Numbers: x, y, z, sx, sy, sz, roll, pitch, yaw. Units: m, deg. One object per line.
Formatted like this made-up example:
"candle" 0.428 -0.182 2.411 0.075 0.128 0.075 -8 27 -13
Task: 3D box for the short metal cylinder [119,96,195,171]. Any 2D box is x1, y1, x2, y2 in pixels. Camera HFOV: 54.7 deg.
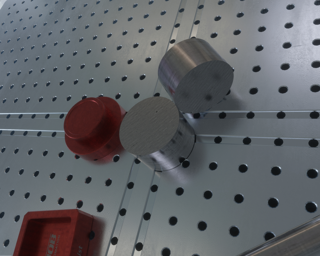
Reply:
"short metal cylinder" -0.003 0.007 0.389 0.080 0.050 0.080 -14 56 22

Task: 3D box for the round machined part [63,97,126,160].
"round machined part" -0.100 -0.006 0.454 0.098 0.042 0.098 -13 56 21

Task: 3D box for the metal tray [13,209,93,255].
"metal tray" -0.137 0.168 0.374 0.090 0.030 0.130 -9 58 23

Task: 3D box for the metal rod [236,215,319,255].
"metal rod" 0.036 0.154 0.294 0.300 0.025 0.025 -30 52 8

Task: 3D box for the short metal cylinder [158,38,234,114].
"short metal cylinder" 0.044 -0.064 0.389 0.080 0.080 0.050 -34 51 6
